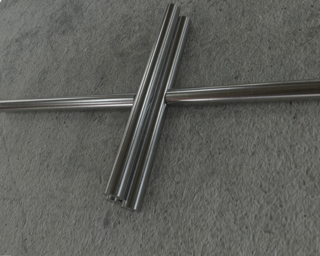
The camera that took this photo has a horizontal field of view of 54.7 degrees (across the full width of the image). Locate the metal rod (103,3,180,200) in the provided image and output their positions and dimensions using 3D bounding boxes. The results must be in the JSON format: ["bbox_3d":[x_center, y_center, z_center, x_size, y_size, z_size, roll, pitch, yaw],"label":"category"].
[{"bbox_3d":[-0.017,-0.052,0.419,0.025,0.025,0.300,1,62,28],"label":"metal rod"}]

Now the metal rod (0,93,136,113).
[{"bbox_3d":[-0.164,-0.040,0.513,0.300,0.025,0.025,1,62,28],"label":"metal rod"}]

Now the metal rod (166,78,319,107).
[{"bbox_3d":[0.147,-0.042,0.353,0.300,0.025,0.025,0,62,27],"label":"metal rod"}]

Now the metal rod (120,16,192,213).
[{"bbox_3d":[0.001,-0.036,0.426,0.025,0.025,0.300,1,62,28],"label":"metal rod"}]

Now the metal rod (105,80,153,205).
[{"bbox_3d":[-0.019,-0.041,0.440,0.025,0.025,0.300,1,62,28],"label":"metal rod"}]
